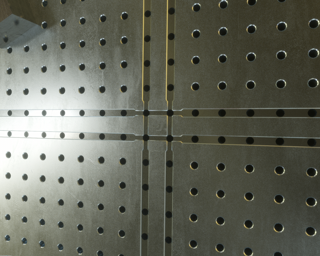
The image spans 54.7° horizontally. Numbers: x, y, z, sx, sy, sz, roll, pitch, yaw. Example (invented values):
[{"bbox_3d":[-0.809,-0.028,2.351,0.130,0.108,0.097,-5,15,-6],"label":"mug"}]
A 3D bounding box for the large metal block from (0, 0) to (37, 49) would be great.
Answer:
[{"bbox_3d":[-0.255,-0.186,0.490,0.080,0.050,0.080,-25,82,18],"label":"large metal block"}]
